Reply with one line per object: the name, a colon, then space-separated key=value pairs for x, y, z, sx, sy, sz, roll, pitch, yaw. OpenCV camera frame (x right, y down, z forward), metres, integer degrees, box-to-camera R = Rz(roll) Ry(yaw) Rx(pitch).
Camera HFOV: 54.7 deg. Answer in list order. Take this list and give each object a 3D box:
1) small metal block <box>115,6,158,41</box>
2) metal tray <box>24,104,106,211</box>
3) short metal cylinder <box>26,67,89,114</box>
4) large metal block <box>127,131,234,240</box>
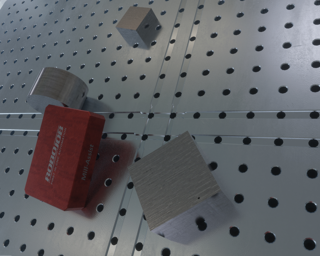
small metal block: x=-0.041 y=-0.184 z=0.543 sx=0.050 sy=0.025 sz=0.050 roll=21 pitch=73 yaw=36
metal tray: x=-0.132 y=0.038 z=0.426 sx=0.090 sy=0.030 sz=0.129 roll=11 pitch=85 yaw=32
short metal cylinder: x=-0.160 y=-0.051 z=0.489 sx=0.080 sy=0.080 sz=0.050 roll=1 pitch=62 yaw=29
large metal block: x=0.021 y=0.064 z=0.342 sx=0.080 sy=0.050 sz=0.080 roll=-32 pitch=52 yaw=7
